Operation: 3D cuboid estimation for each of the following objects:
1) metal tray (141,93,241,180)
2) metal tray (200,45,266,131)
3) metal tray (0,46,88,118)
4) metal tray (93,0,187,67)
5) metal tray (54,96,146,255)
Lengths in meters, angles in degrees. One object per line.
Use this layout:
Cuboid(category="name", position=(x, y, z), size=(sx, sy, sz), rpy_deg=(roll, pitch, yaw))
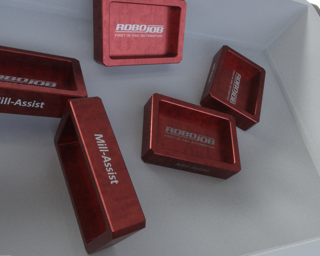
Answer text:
Cuboid(category="metal tray", position=(0.043, 0.012, 0.417), size=(0.131, 0.030, 0.090), rpy_deg=(14, 56, -20))
Cuboid(category="metal tray", position=(0.124, -0.069, 0.510), size=(0.090, 0.030, 0.130), rpy_deg=(29, 52, -10))
Cuboid(category="metal tray", position=(-0.151, -0.052, 0.330), size=(0.131, 0.030, 0.090), rpy_deg=(5, 35, -26))
Cuboid(category="metal tray", position=(-0.026, -0.136, 0.434), size=(0.131, 0.089, 0.030), rpy_deg=(-10, 25, -32))
Cuboid(category="metal tray", position=(-0.065, 0.047, 0.300), size=(0.030, 0.090, 0.130), rpy_deg=(-10, 67, -33))
